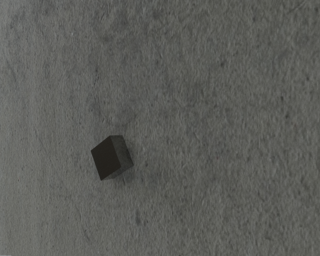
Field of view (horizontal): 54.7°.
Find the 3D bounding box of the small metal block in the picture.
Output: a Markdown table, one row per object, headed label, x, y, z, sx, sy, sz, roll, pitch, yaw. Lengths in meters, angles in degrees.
| label | x | y | z | sx | sy | sz | roll | pitch | yaw |
| --- | --- | --- | --- | --- | --- | --- | --- | --- | --- |
| small metal block | -0.072 | 0.044 | 0.462 | 0.050 | 0.025 | 0.050 | -36 | 68 | 34 |
